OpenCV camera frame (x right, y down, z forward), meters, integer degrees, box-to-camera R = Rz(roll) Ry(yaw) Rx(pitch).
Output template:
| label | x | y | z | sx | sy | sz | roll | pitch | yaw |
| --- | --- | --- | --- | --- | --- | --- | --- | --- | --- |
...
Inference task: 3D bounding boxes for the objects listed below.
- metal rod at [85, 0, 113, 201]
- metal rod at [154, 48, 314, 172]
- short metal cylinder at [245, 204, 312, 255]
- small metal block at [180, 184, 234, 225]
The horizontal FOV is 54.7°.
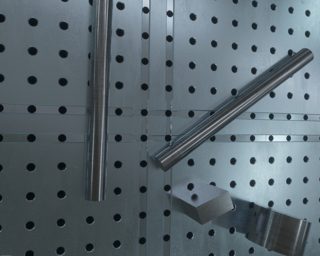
| label | x | y | z | sx | sy | sz | roll | pitch | yaw |
| --- | --- | --- | --- | --- | --- | --- | --- | --- | --- |
| metal rod | -0.074 | -0.061 | 0.384 | 0.025 | 0.025 | 0.298 | 2 | 89 | -20 |
| metal rod | 0.118 | -0.034 | 0.455 | 0.301 | 0.025 | 0.025 | -35 | 102 | -17 |
| short metal cylinder | 0.169 | 0.146 | 0.446 | 0.080 | 0.080 | 0.050 | 20 | 84 | -19 |
| small metal block | 0.063 | 0.103 | 0.423 | 0.050 | 0.050 | 0.025 | -21 | 98 | -19 |
